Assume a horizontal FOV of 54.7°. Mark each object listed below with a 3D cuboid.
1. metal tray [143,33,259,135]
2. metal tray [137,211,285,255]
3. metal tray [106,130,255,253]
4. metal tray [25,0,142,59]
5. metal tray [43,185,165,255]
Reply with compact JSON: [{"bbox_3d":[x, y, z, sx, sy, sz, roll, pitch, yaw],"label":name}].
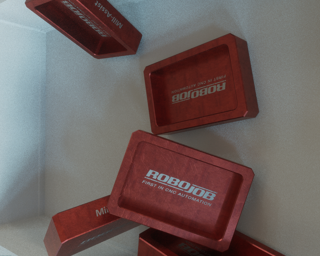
[{"bbox_3d":[0.043,-0.045,0.366,0.130,0.030,0.089,-13,82,39],"label":"metal tray"},{"bbox_3d":[0.052,0.134,0.317,0.130,0.091,0.030,19,112,38],"label":"metal tray"},{"bbox_3d":[0.021,0.064,0.326,0.131,0.030,0.090,19,90,1],"label":"metal tray"},{"bbox_3d":[-0.098,-0.143,0.416,0.090,0.130,0.030,4,70,40],"label":"metal tray"},{"bbox_3d":[-0.067,0.112,0.377,0.030,0.131,0.089,60,142,22],"label":"metal tray"}]
